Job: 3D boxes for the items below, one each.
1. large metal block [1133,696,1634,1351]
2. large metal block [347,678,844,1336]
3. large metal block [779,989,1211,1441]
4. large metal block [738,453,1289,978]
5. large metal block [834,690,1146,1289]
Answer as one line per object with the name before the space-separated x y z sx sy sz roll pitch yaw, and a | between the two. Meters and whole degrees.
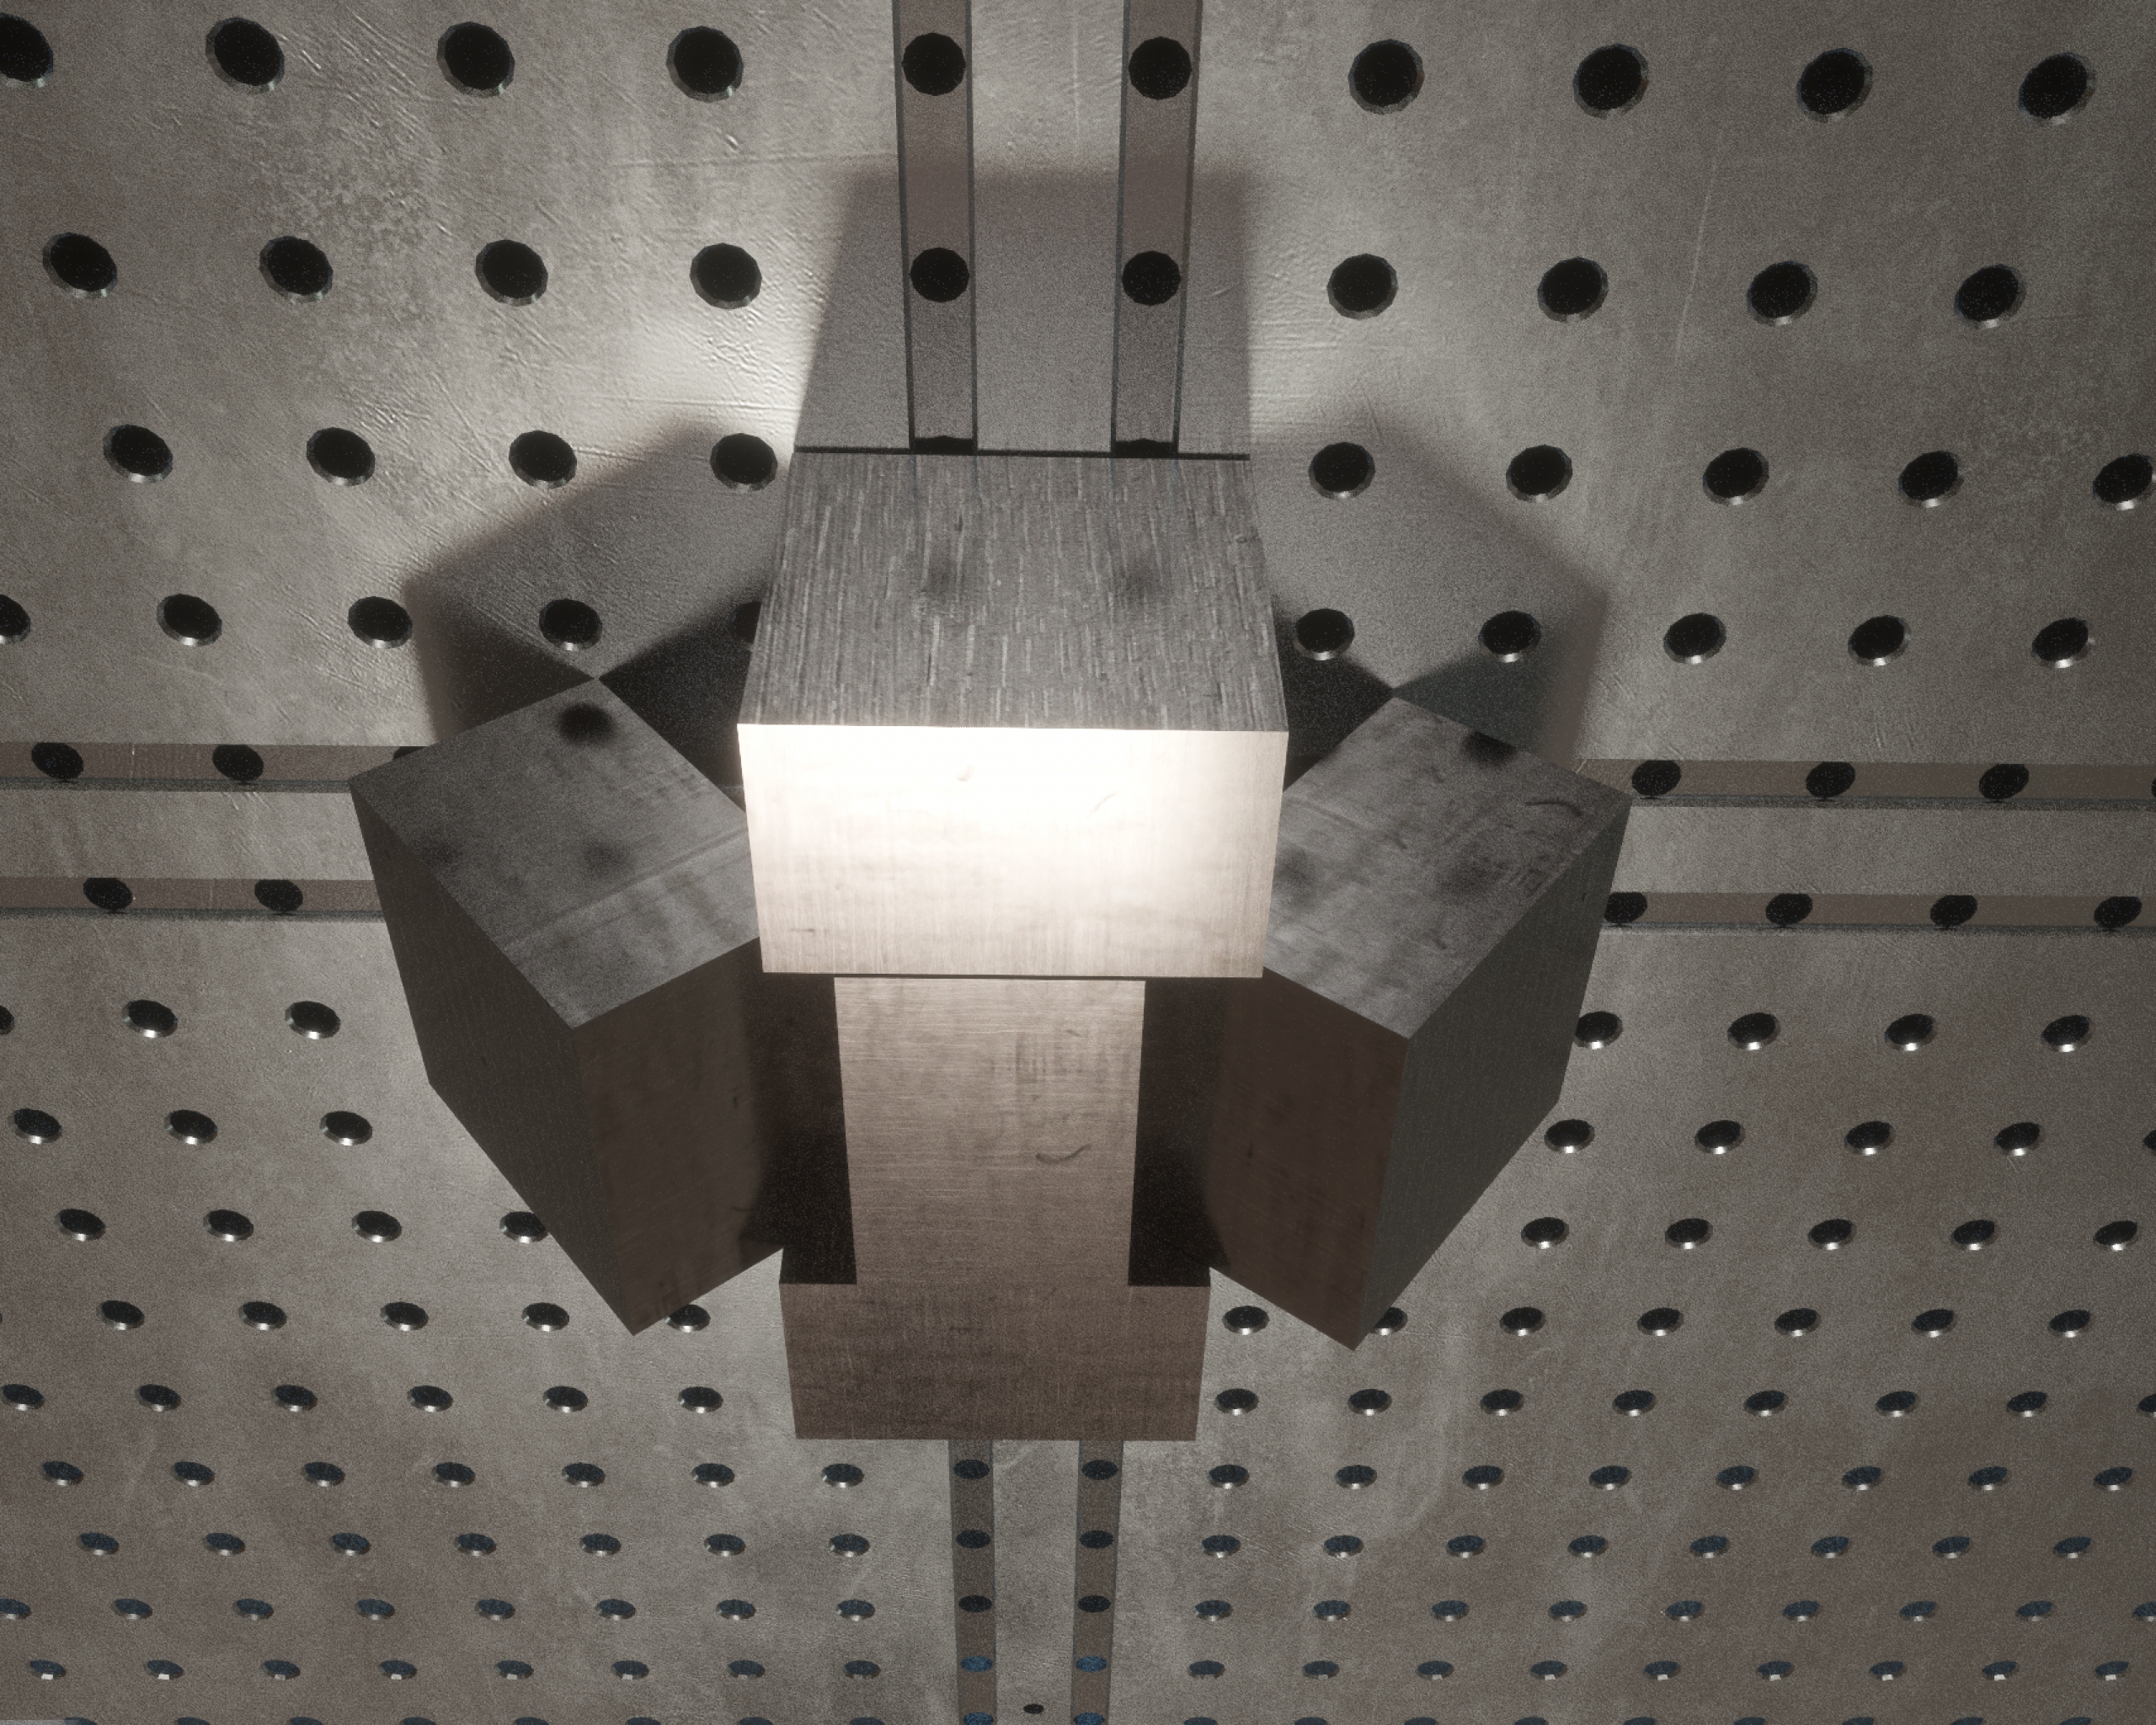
large metal block | 0.055 0.028 0.389 0.050 0.080 0.079 27 136 27
large metal block | -0.086 0.025 0.388 0.050 0.080 0.079 -28 139 -30
large metal block | -0.016 0.072 0.435 0.081 0.080 0.050 1 130 -1
large metal block | -0.010 -0.027 0.351 0.081 0.080 0.050 1 130 -1
large metal block | -0.015 0.023 0.394 0.050 0.080 0.079 1 130 -1
